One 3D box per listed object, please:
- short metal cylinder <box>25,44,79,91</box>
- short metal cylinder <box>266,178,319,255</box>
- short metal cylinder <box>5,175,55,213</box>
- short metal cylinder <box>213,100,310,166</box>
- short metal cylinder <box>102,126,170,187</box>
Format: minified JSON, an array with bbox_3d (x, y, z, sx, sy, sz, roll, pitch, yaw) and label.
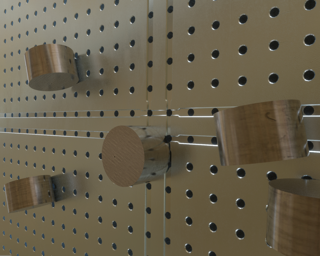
[{"bbox_3d":[-0.183,-0.100,0.525,0.080,0.081,0.050,-22,77,38],"label":"short metal cylinder"},{"bbox_3d":[0.134,0.076,0.263,0.080,0.081,0.050,4,93,40],"label":"short metal cylinder"},{"bbox_3d":[-0.239,0.122,0.571,0.080,0.081,0.050,-24,75,37],"label":"short metal cylinder"},{"bbox_3d":[0.095,0.006,0.295,0.080,0.081,0.050,-12,83,39],"label":"short metal cylinder"},{"bbox_3d":[-0.033,0.036,0.421,0.080,0.050,0.079,0,90,40],"label":"short metal cylinder"}]
